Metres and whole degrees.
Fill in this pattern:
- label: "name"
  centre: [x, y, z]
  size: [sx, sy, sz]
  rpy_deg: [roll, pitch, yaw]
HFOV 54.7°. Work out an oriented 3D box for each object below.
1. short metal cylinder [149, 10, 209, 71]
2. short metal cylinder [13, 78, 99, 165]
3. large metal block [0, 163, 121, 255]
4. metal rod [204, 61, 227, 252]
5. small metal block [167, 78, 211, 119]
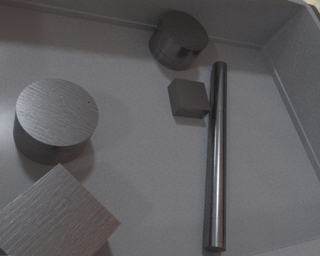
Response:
- label: "short metal cylinder"
  centre: [0.029, -0.138, 0.491]
  size: [0.081, 0.050, 0.080]
  rpy_deg: [14, 56, -21]
- label: "short metal cylinder"
  centre: [-0.112, -0.006, 0.334]
  size: [0.081, 0.050, 0.080]
  rpy_deg: [14, 56, -21]
- label: "large metal block"
  centre: [-0.098, 0.094, 0.281]
  size: [0.080, 0.050, 0.080]
  rpy_deg: [44, 51, 2]
- label: "metal rod"
  centre: [0.082, 0.018, 0.441]
  size: [0.025, 0.025, 0.300]
  rpy_deg: [21, 54, -17]
- label: "small metal block"
  centre: [0.042, -0.043, 0.457]
  size: [0.050, 0.025, 0.050]
  rpy_deg: [5, 59, -26]
